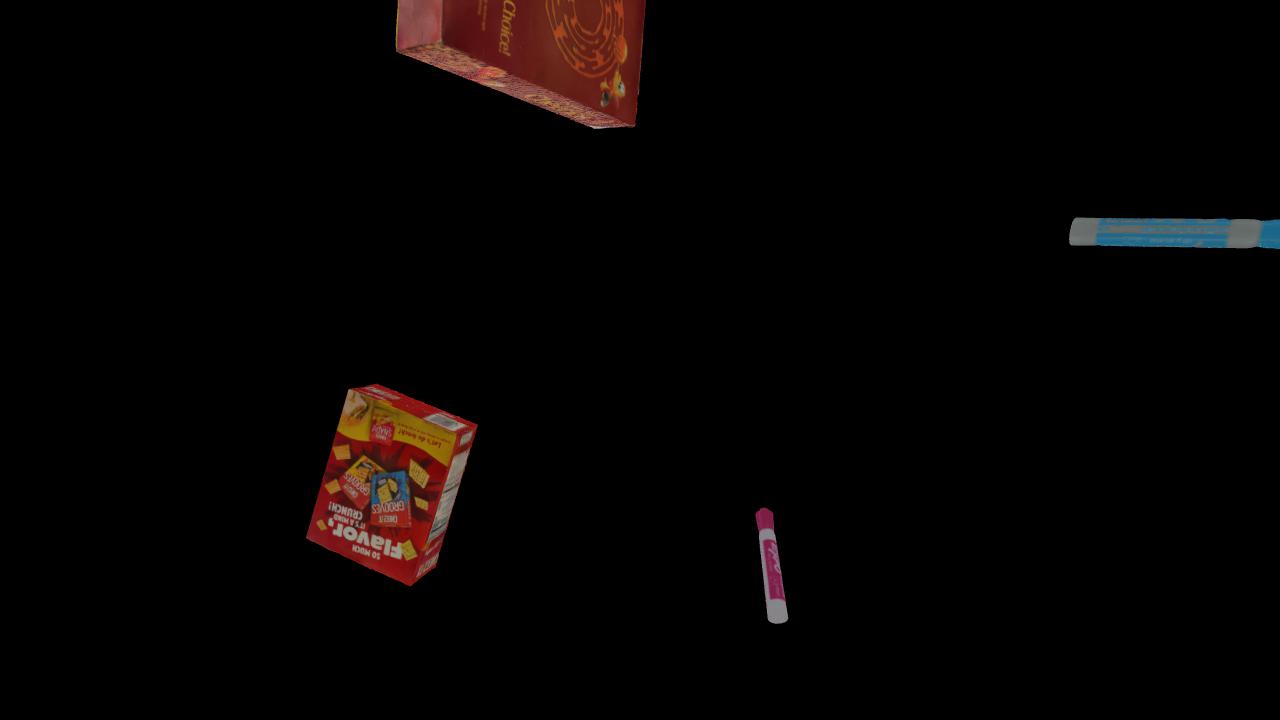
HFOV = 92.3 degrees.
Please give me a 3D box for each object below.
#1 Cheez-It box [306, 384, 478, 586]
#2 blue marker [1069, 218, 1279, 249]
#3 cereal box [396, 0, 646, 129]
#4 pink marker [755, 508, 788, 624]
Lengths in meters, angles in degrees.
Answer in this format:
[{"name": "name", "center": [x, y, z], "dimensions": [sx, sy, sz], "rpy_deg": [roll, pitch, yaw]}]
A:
[{"name": "Cheez-It box", "center": [-0.330, 0.163, 0.821], "dimensions": [0.166, 0.223, 0.071], "rpy_deg": [20, 8, 10]}, {"name": "blue marker", "center": [0.342, -0.079, 0.383], "dimensions": [0.121, 0.020, 0.020], "rpy_deg": [12, 8, 42]}, {"name": "cereal box", "center": [-0.108, -0.390, 0.667], "dimensions": [0.081, 0.203, 0.306], "rpy_deg": [11, 10, 33]}, {"name": "pink marker", "center": [0.130, 0.200, 0.614], "dimensions": [0.020, 0.020, 0.121], "rpy_deg": [0, 41, 3]}]
